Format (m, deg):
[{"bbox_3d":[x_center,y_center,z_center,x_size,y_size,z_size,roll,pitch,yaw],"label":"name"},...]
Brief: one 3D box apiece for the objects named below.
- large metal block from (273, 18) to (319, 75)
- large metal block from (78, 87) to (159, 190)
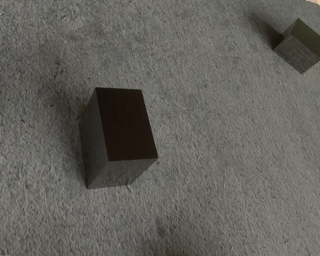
[{"bbox_3d":[0.295,-0.173,0.651,0.080,0.050,0.080,39,51,-2],"label":"large metal block"},{"bbox_3d":[-0.049,0.013,0.334,0.050,0.080,0.080,-1,62,-29],"label":"large metal block"}]
